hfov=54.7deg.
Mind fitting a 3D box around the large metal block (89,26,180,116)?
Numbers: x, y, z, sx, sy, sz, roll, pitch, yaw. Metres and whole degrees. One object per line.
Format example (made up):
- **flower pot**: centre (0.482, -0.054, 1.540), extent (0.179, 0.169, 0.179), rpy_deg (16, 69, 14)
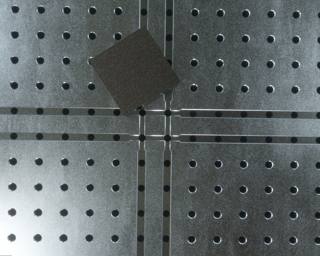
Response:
- **large metal block**: centre (-0.031, -0.070, 0.400), extent (0.080, 0.050, 0.080), rpy_deg (-32, 90, 0)
